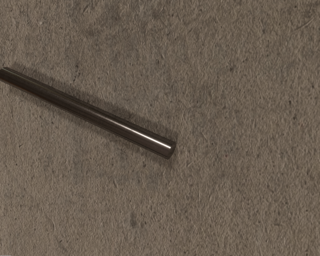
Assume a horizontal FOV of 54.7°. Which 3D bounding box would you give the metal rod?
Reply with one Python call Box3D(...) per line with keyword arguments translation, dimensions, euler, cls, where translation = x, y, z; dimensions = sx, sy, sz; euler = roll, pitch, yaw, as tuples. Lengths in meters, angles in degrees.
Box3D(translation=(-0.116, -0.028, 0.448), dimensions=(0.301, 0.025, 0.025), euler=(24, 98, 18), cls="metal rod")
